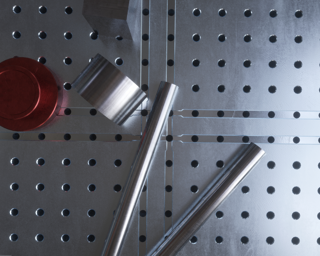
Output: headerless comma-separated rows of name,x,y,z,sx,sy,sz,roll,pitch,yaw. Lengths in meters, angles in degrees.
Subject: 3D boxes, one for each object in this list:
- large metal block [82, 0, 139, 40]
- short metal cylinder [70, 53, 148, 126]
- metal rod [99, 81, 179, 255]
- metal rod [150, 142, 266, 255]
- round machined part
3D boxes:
large metal block,-0.056,-0.163,0.385,0.050,0.080,0.080,8,90,0
short metal cylinder,-0.062,-0.047,0.385,0.080,0.080,0.050,41,90,0
metal rod,-0.037,0.082,0.412,0.025,0.025,0.299,19,90,0
metal rod,0.032,0.139,0.413,0.025,0.025,0.300,42,90,0
round machined part,-0.182,-0.044,0.403,0.099,0.042,0.097,0,90,0
